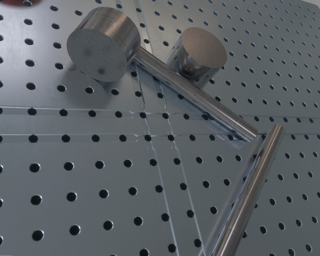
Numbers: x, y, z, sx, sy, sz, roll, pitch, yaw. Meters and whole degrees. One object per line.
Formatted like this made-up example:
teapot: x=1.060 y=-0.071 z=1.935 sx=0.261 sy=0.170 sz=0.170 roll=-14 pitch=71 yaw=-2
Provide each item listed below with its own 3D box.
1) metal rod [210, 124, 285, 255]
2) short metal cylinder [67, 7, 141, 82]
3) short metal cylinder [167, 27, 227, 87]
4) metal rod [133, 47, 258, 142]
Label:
metal rod: x=0.117 y=0.093 z=0.413 sx=0.025 sy=0.025 sz=0.301 roll=41 pitch=51 yaw=-1
short metal cylinder: x=-0.071 y=-0.106 z=0.399 sx=0.080 sy=0.080 sz=0.050 roll=29 pitch=52 yaw=-10
short metal cylinder: x=0.058 y=-0.112 z=0.491 sx=0.081 sy=0.050 sz=0.080 roll=14 pitch=56 yaw=-21
metal rod: x=0.019 y=-0.072 z=0.462 sx=0.301 sy=0.025 sz=0.025 roll=34 pitch=51 yaw=-6
